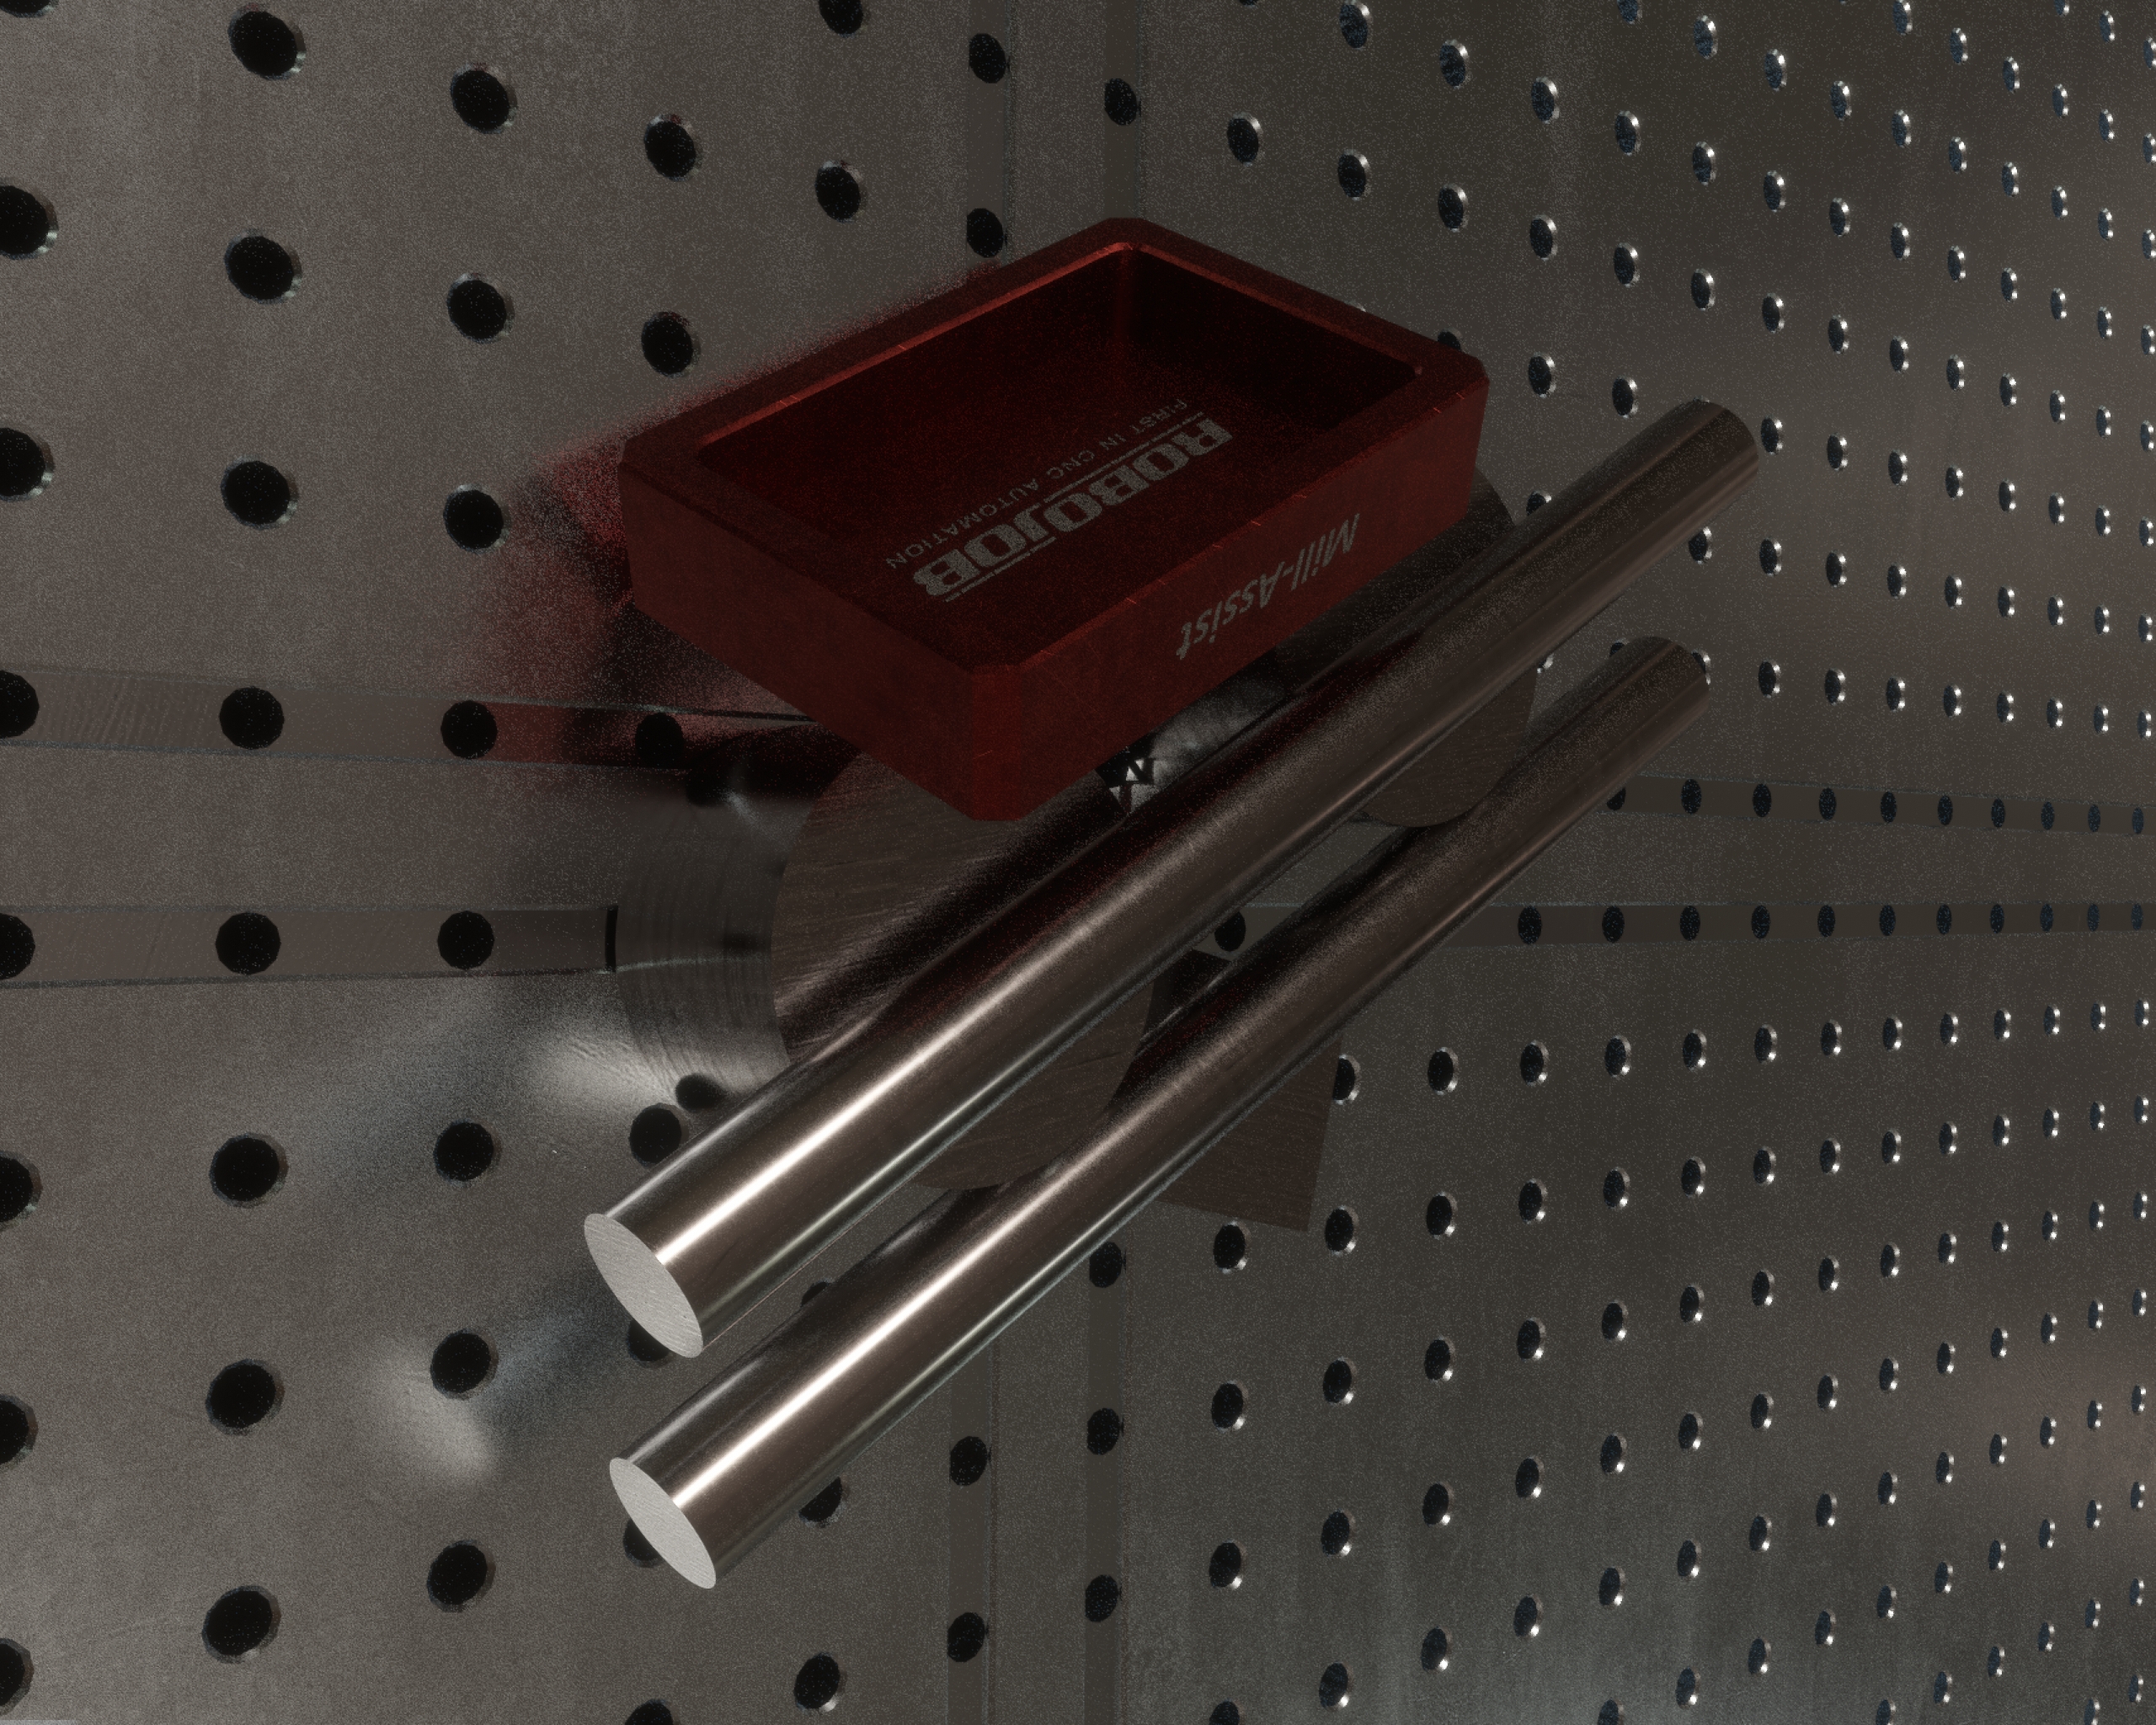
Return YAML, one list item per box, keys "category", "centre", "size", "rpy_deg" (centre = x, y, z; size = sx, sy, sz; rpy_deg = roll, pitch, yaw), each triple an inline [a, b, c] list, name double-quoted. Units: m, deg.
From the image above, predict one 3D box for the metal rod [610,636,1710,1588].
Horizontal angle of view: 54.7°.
- category: "metal rod"
  centre: [0.037, 0.030, 0.408]
  size: [0.302, 0.025, 0.025]
  rpy_deg: [-36, 112, -34]

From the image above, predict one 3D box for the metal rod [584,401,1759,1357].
- category: "metal rod"
  centre: [0.039, -0.015, 0.377]
  size: [0.302, 0.025, 0.025]
  rpy_deg: [-37, 113, -34]

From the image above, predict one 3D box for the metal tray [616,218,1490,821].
- category: "metal tray"
  centre: [-0.002, -0.067, 0.365]
  size: [0.131, 0.090, 0.030]
  rpy_deg: [-36, 144, -35]

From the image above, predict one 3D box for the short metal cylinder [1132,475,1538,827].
- category: "short metal cylinder"
  centre: [0.052, -0.047, 0.439]
  size: [0.081, 0.050, 0.079]
  rpy_deg: [0, 90, -40]

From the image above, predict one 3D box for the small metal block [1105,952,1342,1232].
- category: "small metal block"
  centre: [0.026, 0.047, 0.432]
  size: [0.050, 0.025, 0.050]
  rpy_deg: [19, 78, -39]

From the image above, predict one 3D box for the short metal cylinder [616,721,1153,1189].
- category: "short metal cylinder"
  centre: [-0.033, 0.014, 0.367]
  size: [0.081, 0.050, 0.079]
  rpy_deg: [0, 90, -40]
